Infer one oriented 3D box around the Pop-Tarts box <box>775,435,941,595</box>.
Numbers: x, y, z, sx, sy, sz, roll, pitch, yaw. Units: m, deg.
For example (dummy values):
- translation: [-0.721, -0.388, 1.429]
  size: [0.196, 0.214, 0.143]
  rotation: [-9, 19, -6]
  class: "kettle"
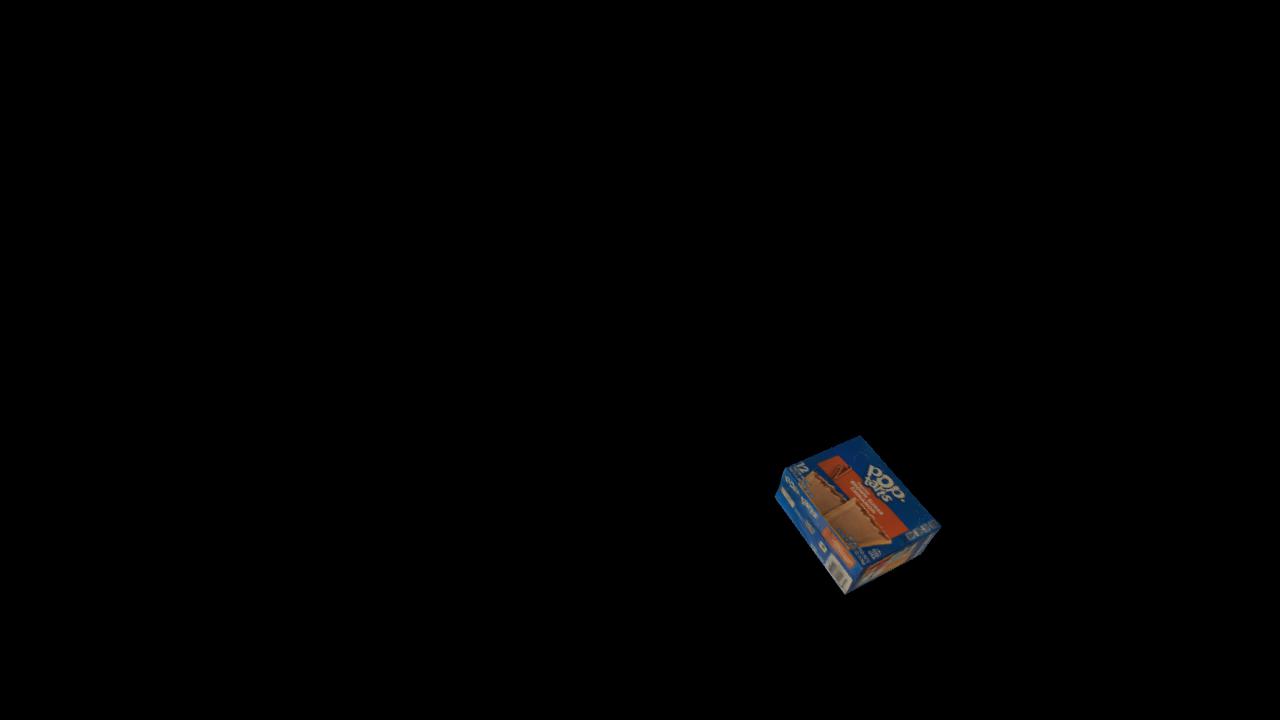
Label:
- translation: [0.299, 0.212, 0.863]
  size: [0.141, 0.083, 0.167]
  rotation: [-17, 51, -20]
  class: "Pop-Tarts box"
